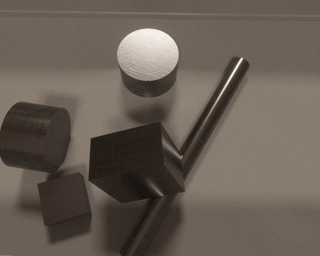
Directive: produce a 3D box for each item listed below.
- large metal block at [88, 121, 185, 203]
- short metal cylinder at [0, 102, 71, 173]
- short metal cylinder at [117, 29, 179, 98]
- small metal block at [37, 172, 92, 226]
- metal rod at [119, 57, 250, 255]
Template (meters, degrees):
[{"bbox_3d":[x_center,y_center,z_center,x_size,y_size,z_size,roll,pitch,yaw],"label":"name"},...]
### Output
[{"bbox_3d":[-0.023,0.043,0.349,0.080,0.080,0.050,-14,57,13],"label":"large metal block"},{"bbox_3d":[-0.147,0.011,0.375,0.050,0.080,0.080,9,70,3],"label":"short metal cylinder"},{"bbox_3d":[-0.016,-0.089,0.429,0.081,0.050,0.080,0,70,0],"label":"short metal cylinder"},{"bbox_3d":[-0.115,0.087,0.377,0.050,0.025,0.050,-16,71,-6],"label":"small metal block"},{"bbox_3d":[0.040,0.028,0.399,0.025,0.025,0.300,29,72,10],"label":"metal rod"}]
